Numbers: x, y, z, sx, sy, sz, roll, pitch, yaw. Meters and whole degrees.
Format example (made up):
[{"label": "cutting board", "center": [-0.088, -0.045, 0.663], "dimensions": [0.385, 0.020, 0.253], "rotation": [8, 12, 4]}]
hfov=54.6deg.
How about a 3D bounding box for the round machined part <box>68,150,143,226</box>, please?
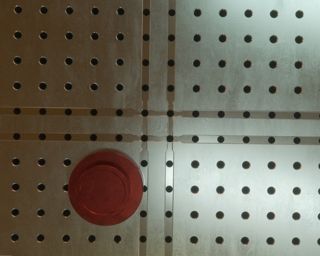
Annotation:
[{"label": "round machined part", "center": [-0.071, 0.080, 0.405], "dimensions": [0.099, 0.042, 0.097], "rotation": [0, 90, 0]}]
